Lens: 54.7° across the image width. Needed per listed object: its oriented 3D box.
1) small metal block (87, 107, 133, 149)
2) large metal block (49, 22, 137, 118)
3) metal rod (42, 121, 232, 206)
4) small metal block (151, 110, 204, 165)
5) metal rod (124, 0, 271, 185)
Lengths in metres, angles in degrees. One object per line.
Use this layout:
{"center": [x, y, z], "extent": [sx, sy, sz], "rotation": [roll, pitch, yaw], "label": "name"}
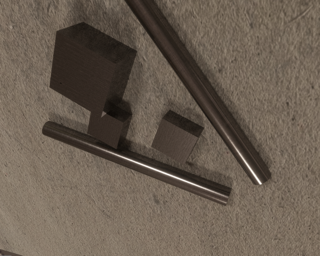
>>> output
{"center": [-0.072, -0.006, 0.439], "extent": [0.050, 0.025, 0.050], "rotation": [28, 128, 10], "label": "small metal block"}
{"center": [-0.085, -0.073, 0.389], "extent": [0.080, 0.050, 0.079], "rotation": [30, 128, 8], "label": "large metal block"}
{"center": [-0.045, 0.047, 0.457], "extent": [0.301, 0.025, 0.025], "rotation": [19, 126, 16], "label": "metal rod"}
{"center": [0.022, 0.012, 0.402], "extent": [0.050, 0.025, 0.050], "rotation": [29, 128, 9], "label": "small metal block"}
{"center": [0.037, -0.057, 0.351], "extent": [0.025, 0.025, 0.299], "rotation": [-29, 103, 37], "label": "metal rod"}
